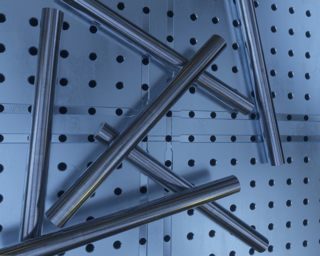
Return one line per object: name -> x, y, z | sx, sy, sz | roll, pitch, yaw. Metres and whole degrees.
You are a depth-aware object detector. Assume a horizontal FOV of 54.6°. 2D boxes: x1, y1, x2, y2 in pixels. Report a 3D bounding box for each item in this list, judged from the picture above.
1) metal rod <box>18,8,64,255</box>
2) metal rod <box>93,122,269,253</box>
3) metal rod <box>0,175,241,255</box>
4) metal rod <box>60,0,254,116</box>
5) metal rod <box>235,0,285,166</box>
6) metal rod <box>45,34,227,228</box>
metal rod -> -0.139, 0.012, 0.361 | 0.025, 0.025, 0.298 | 6, 88, -20
metal rod -> 0.039, 0.090, 0.426 | 0.301, 0.025, 0.025 | 37, 78, -16
metal rod -> -0.036, 0.109, 0.371 | 0.302, 0.025, 0.025 | -13, 95, -20
metal rod -> 0.005, -0.098, 0.414 | 0.301, 0.025, 0.025 | 29, 81, -18
metal rod -> 0.147, -0.090, 0.466 | 0.025, 0.025, 0.298 | -15, 95, -19
metal rod -> -0.019, -0.006, 0.377 | 0.025, 0.025, 0.301 | 46, 76, -14
